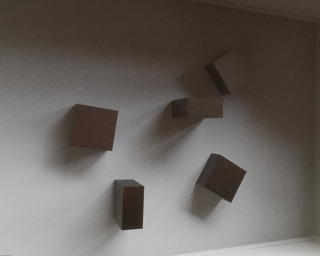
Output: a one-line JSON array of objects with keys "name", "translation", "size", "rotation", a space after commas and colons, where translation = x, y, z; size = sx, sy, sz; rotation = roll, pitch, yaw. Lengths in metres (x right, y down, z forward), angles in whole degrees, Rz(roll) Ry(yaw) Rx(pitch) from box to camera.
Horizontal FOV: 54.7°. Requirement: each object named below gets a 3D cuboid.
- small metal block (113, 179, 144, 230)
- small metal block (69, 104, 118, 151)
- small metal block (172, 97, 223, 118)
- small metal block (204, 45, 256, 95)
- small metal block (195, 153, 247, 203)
[{"name": "small metal block", "translation": [-0.040, 0.093, 0.383], "size": [0.025, 0.050, 0.050], "rotation": [2, 89, -20]}, {"name": "small metal block", "translation": [-0.082, 0.000, 0.380], "size": [0.050, 0.025, 0.050], "rotation": [9, 87, -20]}, {"name": "small metal block", "translation": [0.049, -0.026, 0.415], "size": [0.050, 0.050, 0.025], "rotation": [0, 91, -20]}, {"name": "small metal block", "translation": [0.101, -0.083, 0.448], "size": [0.050, 0.025, 0.050], "rotation": [-36, 102, -16]}, {"name": "small metal block", "translation": [0.087, 0.071, 0.443], "size": [0.050, 0.025, 0.050], "rotation": [33, 79, -17]}]
